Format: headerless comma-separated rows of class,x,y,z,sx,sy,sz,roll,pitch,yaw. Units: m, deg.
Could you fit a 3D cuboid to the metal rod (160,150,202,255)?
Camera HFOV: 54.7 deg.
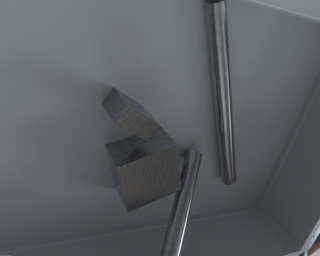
metal rod,0.013,0.170,0.409,0.025,0.025,0.299,36,61,-39

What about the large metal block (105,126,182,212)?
large metal block,-0.021,0.054,0.416,0.081,0.050,0.079,-19,126,-18

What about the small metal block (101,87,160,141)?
small metal block,-0.035,-0.016,0.364,0.050,0.050,0.025,32,101,-39

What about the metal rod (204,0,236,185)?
metal rod,0.090,-0.029,0.442,0.025,0.025,0.298,-24,128,-14
